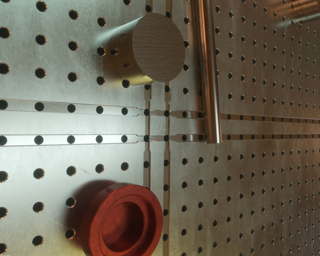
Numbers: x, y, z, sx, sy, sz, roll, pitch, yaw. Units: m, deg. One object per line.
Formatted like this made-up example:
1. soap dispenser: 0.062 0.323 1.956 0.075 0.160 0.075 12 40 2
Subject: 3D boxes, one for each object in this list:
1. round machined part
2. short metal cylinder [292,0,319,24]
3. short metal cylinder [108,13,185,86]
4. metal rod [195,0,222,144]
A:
1. round machined part: -0.047 0.112 0.359 0.099 0.042 0.097 0 90 -40
2. short metal cylinder: 0.330 -0.271 0.668 0.081 0.050 0.080 0 90 -40
3. short metal cylinder: -0.015 -0.093 0.380 0.081 0.050 0.080 0 90 -40
4. metal rod: 0.071 -0.126 0.467 0.025 0.025 0.298 -8 95 -40
